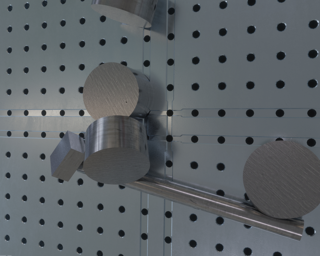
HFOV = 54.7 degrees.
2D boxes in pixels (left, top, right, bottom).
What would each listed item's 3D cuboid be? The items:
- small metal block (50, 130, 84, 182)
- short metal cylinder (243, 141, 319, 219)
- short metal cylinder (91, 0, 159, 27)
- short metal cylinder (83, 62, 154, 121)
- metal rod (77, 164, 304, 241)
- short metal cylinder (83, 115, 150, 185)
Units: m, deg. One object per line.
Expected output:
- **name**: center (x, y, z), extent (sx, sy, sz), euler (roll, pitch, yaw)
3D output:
- **small metal block**: center (-0.132, 0.040, 0.445), extent (0.050, 0.025, 0.050), euler (-53, 33, 12)
- **short metal cylinder**: center (0.134, 0.059, 0.341), extent (0.080, 0.050, 0.080), euler (-5, 72, 15)
- **short metal cylinder**: center (-0.043, -0.168, 0.398), extent (0.080, 0.080, 0.050), euler (18, 96, 19)
- **short metal cylinder**: center (-0.055, -0.044, 0.419), extent (0.080, 0.050, 0.079), euler (0, 90, 20)
- **metal rod**: center (0.024, 0.085, 0.404), extent (0.301, 0.025, 0.025), euler (13, 95, 19)
- **short metal cylinder**: center (-0.055, 0.029, 0.393), extent (0.080, 0.080, 0.050), euler (-24, 47, 18)
